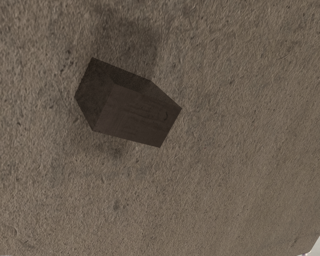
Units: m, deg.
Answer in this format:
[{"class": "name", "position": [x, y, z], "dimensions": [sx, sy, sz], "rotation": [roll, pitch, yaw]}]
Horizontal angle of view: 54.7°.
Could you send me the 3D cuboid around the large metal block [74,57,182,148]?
[{"class": "large metal block", "position": [-0.037, -0.028, 0.335], "dimensions": [0.081, 0.080, 0.050], "rotation": [17, 110, -35]}]
